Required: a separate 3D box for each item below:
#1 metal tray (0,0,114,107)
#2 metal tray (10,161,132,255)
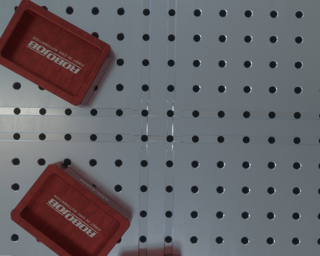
[{"bbox_3d":[-0.139,-0.097,0.409,0.130,0.030,0.090,29,90,0],"label":"metal tray"},{"bbox_3d":[-0.115,0.117,0.410,0.130,0.030,0.090,37,90,0],"label":"metal tray"}]
